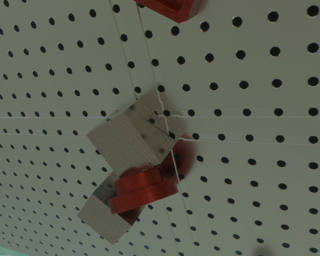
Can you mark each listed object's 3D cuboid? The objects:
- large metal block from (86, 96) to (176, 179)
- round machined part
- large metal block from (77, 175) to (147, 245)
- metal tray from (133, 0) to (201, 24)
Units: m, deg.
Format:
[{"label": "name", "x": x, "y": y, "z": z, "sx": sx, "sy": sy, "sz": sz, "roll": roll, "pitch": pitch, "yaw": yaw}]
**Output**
[{"label": "large metal block", "x": -0.039, "y": 0.015, "z": 0.425, "sx": 0.080, "sy": 0.050, "sz": 0.080, "roll": -27, "pitch": 104, "yaw": 37}, {"label": "round machined part", "x": -0.027, "y": 0.086, "z": 0.439, "sx": 0.098, "sy": 0.099, "sz": 0.042, "roll": -26, "pitch": 77, "yaw": 37}, {"label": "large metal block", "x": -0.083, "y": 0.140, "z": 0.525, "sx": 0.080, "sy": 0.050, "sz": 0.080, "roll": 39, "pitch": 129, "yaw": 2}, {"label": "metal tray", "x": -0.012, "y": -0.174, "z": 0.306, "sx": 0.130, "sy": 0.030, "sz": 0.089, "roll": 30, "pitch": 128, "yaw": 9}]
